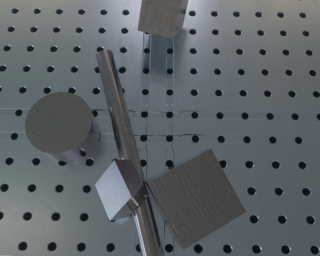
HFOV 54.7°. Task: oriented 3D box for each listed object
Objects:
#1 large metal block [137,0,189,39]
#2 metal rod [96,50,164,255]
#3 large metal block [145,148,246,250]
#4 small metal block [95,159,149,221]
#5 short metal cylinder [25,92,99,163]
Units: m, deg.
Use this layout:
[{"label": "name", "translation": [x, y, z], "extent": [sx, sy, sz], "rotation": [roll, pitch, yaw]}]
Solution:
[{"label": "large metal block", "translation": [0.010, -0.177, 0.430], "extent": [0.050, 0.079, 0.080], "rotation": [15, 30, 5]}, {"label": "metal rod", "translation": [-0.042, 0.030, 0.400], "extent": [0.025, 0.025, 0.299], "rotation": [-14, 71, -5]}, {"label": "large metal block", "translation": [0.038, 0.079, 0.360], "extent": [0.080, 0.050, 0.080], "rotation": [-27, 87, -10]}, {"label": "small metal block", "translation": [-0.046, 0.072, 0.365], "extent": [0.025, 0.050, 0.050], "rotation": [4, 45, -45]}, {"label": "short metal cylinder", "translation": [-0.122, 0.001, 0.397], "extent": [0.081, 0.050, 0.080], "rotation": [0, 70, 0]}]
